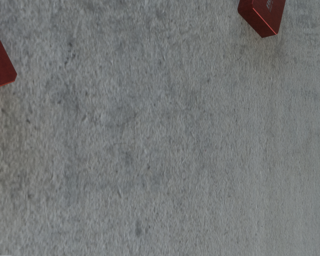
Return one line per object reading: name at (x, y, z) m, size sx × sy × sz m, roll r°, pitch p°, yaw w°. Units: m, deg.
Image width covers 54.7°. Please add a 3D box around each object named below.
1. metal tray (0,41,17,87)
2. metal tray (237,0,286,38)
metal tray at (-0.195, -0.055, 0.238) m, size 0.131 × 0.030 × 0.090 m, roll -33°, pitch 111°, yaw -35°
metal tray at (0.192, -0.245, 0.566) m, size 0.090 × 0.030 × 0.130 m, roll 28°, pitch 73°, yaw -37°
